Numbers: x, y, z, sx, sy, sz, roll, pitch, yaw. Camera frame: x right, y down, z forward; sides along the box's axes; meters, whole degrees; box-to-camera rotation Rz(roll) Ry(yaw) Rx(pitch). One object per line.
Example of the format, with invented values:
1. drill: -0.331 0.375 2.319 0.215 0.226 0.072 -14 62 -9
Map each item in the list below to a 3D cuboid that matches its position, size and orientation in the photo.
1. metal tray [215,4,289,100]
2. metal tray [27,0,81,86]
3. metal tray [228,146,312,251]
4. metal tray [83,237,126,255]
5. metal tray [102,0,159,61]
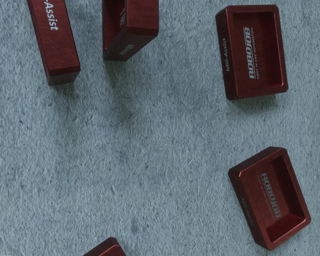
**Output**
1. metal tray: 0.136 -0.111 0.456 0.091 0.030 0.129 -9 93 -20
2. metal tray: -0.119 -0.115 0.330 0.030 0.090 0.129 -14 95 -19
3. metal tray: 0.167 0.104 0.467 0.091 0.030 0.129 -25 99 -18
4. metal tray: -0.062 0.216 0.384 0.091 0.030 0.130 -31 100 -17
5. metal tray: -0.037 -0.130 0.339 0.030 0.130 0.089 -1 91 -20
